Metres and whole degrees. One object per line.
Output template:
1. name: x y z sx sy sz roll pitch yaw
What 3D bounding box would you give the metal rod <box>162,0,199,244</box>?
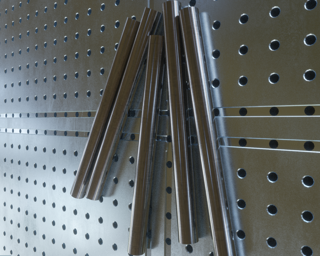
1. metal rod: 0.025 -0.010 0.390 0.025 0.025 0.299 -7 86 40

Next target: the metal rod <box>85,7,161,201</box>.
1. metal rod: -0.058 -0.024 0.459 0.025 0.025 0.298 32 110 35

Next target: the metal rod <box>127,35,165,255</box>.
1. metal rod: -0.018 0.027 0.425 0.025 0.025 0.298 10 97 39

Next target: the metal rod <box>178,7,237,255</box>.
1. metal rod: 0.055 0.004 0.365 0.025 0.025 0.299 -13 82 39

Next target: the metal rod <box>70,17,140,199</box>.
1. metal rod: -0.087 -0.020 0.482 0.025 0.025 0.298 34 111 35
